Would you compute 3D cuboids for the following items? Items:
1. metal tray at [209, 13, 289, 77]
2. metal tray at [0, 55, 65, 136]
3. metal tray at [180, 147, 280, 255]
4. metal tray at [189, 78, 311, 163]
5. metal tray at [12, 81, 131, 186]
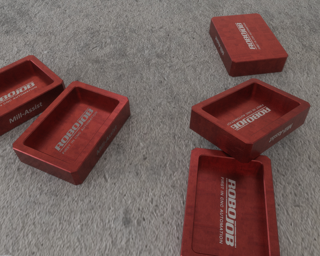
[{"bbox_3d":[0.144,-0.143,0.521,0.091,0.030,0.130,-7,50,-6],"label":"metal tray"},{"bbox_3d":[-0.211,-0.046,0.436,0.131,0.030,0.090,-37,59,-27],"label":"metal tray"},{"bbox_3d":[0.072,0.085,0.328,0.090,0.030,0.130,7,50,5],"label":"metal tray"},{"bbox_3d":[0.113,-0.016,0.390,0.131,0.030,0.090,-26,46,-33],"label":"metal tray"},{"bbox_3d":[-0.107,0.000,0.398,0.090,0.030,0.130,19,53,15],"label":"metal tray"}]
